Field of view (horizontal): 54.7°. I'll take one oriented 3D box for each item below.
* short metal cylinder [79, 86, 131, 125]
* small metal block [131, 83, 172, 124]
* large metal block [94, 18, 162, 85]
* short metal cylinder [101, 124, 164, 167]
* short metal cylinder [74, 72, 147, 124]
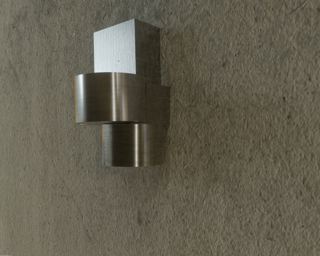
[{"bbox_3d":[-0.071,-0.030,0.430,0.080,0.081,0.050,-3,89,40],"label":"short metal cylinder"},{"bbox_3d":[-0.010,-0.030,0.401,0.025,0.050,0.050,1,91,40],"label":"small metal block"},{"bbox_3d":[-0.045,-0.095,0.429,0.080,0.050,0.080,-2,89,40],"label":"large metal block"},{"bbox_3d":[-0.035,0.020,0.401,0.080,0.081,0.050,0,90,40],"label":"short metal cylinder"},{"bbox_3d":[-0.056,-0.031,0.352,0.080,0.081,0.050,-3,89,40],"label":"short metal cylinder"}]
